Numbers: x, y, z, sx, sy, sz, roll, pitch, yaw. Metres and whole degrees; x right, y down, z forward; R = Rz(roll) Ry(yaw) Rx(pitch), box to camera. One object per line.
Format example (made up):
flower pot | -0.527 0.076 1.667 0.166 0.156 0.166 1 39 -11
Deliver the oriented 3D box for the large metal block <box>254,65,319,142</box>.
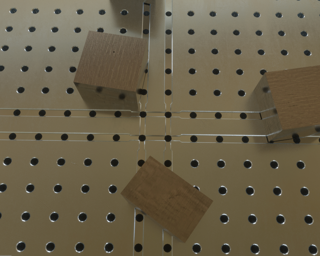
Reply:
large metal block | 0.181 -0.032 0.412 0.081 0.050 0.080 -8 70 -4

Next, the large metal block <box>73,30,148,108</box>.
large metal block | -0.063 -0.080 0.427 0.080 0.050 0.080 9 70 3

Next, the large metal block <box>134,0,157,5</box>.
large metal block | -0.039 -0.243 0.471 0.080 0.080 0.050 15 71 5

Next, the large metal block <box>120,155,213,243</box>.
large metal block | 0.007 0.084 0.352 0.080 0.080 0.050 35 74 11
